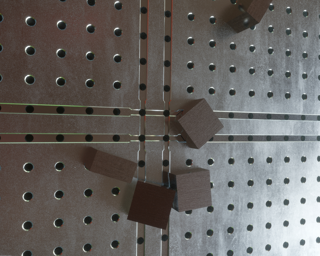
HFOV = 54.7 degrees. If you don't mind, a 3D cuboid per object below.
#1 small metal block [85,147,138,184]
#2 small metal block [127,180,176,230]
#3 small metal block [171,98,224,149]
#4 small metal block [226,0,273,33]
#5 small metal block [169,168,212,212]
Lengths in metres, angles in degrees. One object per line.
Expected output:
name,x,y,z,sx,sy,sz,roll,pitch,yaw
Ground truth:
small metal block,-0.061,0.045,0.378,0.050,0.050,0.025,21,83,-19
small metal block,-0.010,0.098,0.401,0.050,0.025,0.050,15,85,2
small metal block,0.052,-0.006,0.433,0.050,0.025,0.050,-40,103,-16
small metal block,0.130,-0.172,0.449,0.025,0.050,0.050,35,79,-17
small metal block,0.042,0.085,0.430,0.050,0.025,0.050,-5,92,-21
